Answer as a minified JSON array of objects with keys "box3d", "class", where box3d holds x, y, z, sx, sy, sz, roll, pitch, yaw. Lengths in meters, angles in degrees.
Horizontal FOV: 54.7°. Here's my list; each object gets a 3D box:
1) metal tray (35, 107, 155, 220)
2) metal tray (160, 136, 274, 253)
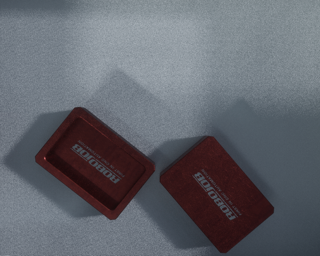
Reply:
[{"box3d":[-0.082,0.045,0.407,0.130,0.030,0.090,38,90,-1],"class":"metal tray"},{"box3d":[0.073,0.085,0.410,0.090,0.030,0.130,-40,91,0],"class":"metal tray"}]
